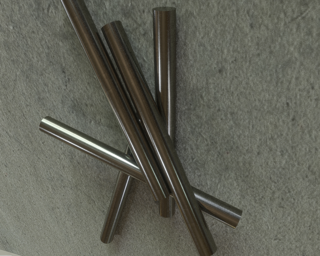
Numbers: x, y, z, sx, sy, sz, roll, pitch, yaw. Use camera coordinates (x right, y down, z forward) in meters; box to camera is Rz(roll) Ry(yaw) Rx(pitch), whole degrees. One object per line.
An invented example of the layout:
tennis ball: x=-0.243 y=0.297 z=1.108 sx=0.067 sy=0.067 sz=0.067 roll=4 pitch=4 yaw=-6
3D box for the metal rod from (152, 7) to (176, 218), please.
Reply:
metal rod: x=0.008 y=0.002 z=0.402 sx=0.025 sy=0.025 sz=0.298 roll=12 pitch=124 yaw=21

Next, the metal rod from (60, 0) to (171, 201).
metal rod: x=-0.057 y=-0.050 z=0.372 sx=0.025 sy=0.025 sz=0.299 roll=-20 pitch=98 yaw=35

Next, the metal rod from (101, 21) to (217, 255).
metal rod: x=0.001 y=0.017 z=0.374 sx=0.025 sy=0.025 sz=0.299 roll=-20 pitch=96 yaw=35

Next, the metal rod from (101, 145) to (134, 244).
metal rod: x=-0.060 y=0.096 z=0.495 sx=0.025 sy=0.025 sz=0.298 roll=28 pitch=128 yaw=10

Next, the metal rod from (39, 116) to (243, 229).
metal rod: x=-0.035 y=0.055 z=0.423 sx=0.301 sy=0.025 sz=0.025 roll=25 pitch=127 yaw=12
